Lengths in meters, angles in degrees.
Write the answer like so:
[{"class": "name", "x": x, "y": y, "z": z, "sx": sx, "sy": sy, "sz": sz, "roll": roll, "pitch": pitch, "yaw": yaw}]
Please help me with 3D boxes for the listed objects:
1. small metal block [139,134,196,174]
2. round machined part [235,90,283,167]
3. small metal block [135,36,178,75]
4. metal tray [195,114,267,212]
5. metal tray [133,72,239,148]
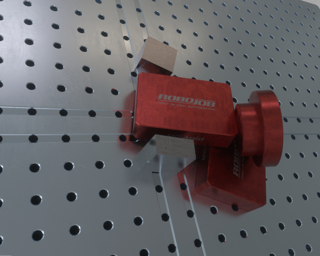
[{"class": "small metal block", "x": 0.008, "y": 0.033, "z": 0.376, "sx": 0.050, "sy": 0.050, "sz": 0.025, "roll": 9, "pitch": 58, "yaw": -24}, {"class": "round machined part", "x": 0.121, "y": 0.001, "z": 0.396, "sx": 0.042, "sy": 0.098, "sz": 0.098, "roll": -3, "pitch": 59, "yaw": 5}, {"class": "small metal block", "x": -0.005, "y": -0.104, "z": 0.469, "sx": 0.050, "sy": 0.025, "sz": 0.050, "roll": 23, "pitch": 53, "yaw": -15}, {"class": "metal tray", "x": 0.102, "y": 0.040, "z": 0.435, "sx": 0.090, "sy": 0.030, "sz": 0.130, "roll": 23, "pitch": 53, "yaw": -15}, {"class": "metal tray", "x": 0.032, "y": -0.025, "z": 0.414, "sx": 0.131, "sy": 0.030, "sz": 0.090, "roll": 6, "pitch": 54, "yaw": -9}]
